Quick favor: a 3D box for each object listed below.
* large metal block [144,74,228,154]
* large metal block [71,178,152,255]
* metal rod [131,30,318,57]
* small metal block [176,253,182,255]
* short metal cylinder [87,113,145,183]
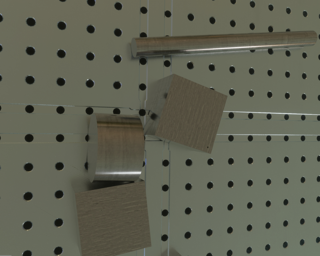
[{"bbox_3d":[0.033,-0.017,0.413,0.081,0.050,0.080,19,84,-20],"label":"large metal block"},{"bbox_3d":[-0.060,0.106,0.378,0.081,0.050,0.079,-7,93,-20],"label":"large metal block"},{"bbox_3d":[0.107,-0.125,0.453,0.303,0.025,0.025,-9,93,-20],"label":"metal rod"},{"bbox_3d":[0.023,0.211,0.423,0.050,0.025,0.050,-33,101,-17],"label":"small metal block"},{"bbox_3d":[-0.054,0.023,0.364,0.050,0.080,0.079,2,89,-20],"label":"short metal cylinder"}]
